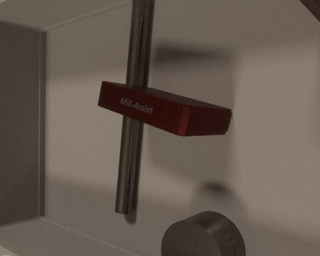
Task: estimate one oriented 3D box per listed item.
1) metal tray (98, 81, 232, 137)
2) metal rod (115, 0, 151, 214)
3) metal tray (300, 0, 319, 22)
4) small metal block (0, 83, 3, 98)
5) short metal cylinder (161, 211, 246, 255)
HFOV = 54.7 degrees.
[{"bbox_3d":[0.003,-0.024,0.359,0.130,0.091,0.030,20,103,38],"label":"metal tray"},{"bbox_3d":[-0.039,-0.028,0.436,0.025,0.025,0.298,9,96,39],"label":"metal rod"},{"bbox_3d":[0.141,-0.128,0.222,0.030,0.131,0.089,43,116,31],"label":"metal tray"},{"bbox_3d":[-0.401,-0.089,0.735,0.050,0.025,0.050,42,115,31],"label":"small metal block"},{"bbox_3d":[0.048,0.139,0.349,0.080,0.050,0.079,0,90,39],"label":"short metal cylinder"}]
